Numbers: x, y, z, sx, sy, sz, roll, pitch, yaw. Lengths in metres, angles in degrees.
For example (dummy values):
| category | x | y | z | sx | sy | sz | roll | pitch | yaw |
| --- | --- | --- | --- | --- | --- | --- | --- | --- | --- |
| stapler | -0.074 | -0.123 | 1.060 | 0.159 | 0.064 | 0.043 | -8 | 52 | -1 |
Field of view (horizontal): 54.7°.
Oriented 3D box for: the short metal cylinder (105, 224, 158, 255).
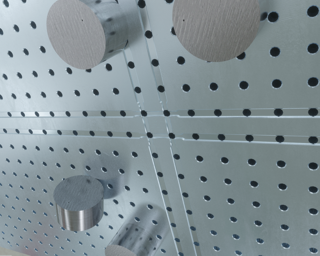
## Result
| category | x | y | z | sx | sy | sz | roll | pitch | yaw |
| --- | --- | --- | --- | --- | --- | --- | --- | --- | --- |
| short metal cylinder | -0.051 | 0.221 | 0.559 | 0.080 | 0.050 | 0.079 | 13 | 124 | 21 |

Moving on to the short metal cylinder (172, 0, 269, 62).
| category | x | y | z | sx | sy | sz | roll | pitch | yaw |
| --- | --- | --- | --- | --- | --- | --- | --- | --- | --- |
| short metal cylinder | 0.059 | -0.110 | 0.296 | 0.080 | 0.050 | 0.079 | 13 | 124 | 21 |

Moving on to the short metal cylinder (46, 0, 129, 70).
| category | x | y | z | sx | sy | sz | roll | pitch | yaw |
| --- | --- | --- | --- | --- | --- | --- | --- | --- | --- |
| short metal cylinder | -0.085 | -0.116 | 0.368 | 0.080 | 0.050 | 0.079 | 13 | 124 | 21 |

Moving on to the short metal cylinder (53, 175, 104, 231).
| category | x | y | z | sx | sy | sz | roll | pitch | yaw |
| --- | --- | --- | --- | --- | --- | --- | --- | --- | --- |
| short metal cylinder | -0.136 | 0.126 | 0.526 | 0.080 | 0.080 | 0.050 | 19 | 126 | 17 |
